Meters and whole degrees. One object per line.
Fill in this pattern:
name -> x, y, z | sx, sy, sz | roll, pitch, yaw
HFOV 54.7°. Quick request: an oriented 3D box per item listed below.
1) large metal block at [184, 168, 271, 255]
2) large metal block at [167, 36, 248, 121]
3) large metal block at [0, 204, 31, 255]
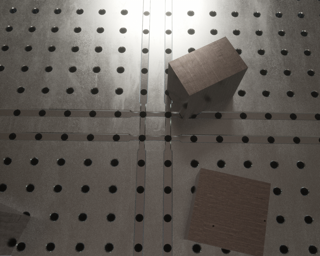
large metal block -> 0.077, 0.099, 0.363 | 0.080, 0.050, 0.080 | 12, 70, 4
large metal block -> 0.057, -0.062, 0.406 | 0.080, 0.080, 0.050 | -26, 73, -10
large metal block -> -0.206, 0.104, 0.342 | 0.080, 0.080, 0.050 | 21, 72, 7
